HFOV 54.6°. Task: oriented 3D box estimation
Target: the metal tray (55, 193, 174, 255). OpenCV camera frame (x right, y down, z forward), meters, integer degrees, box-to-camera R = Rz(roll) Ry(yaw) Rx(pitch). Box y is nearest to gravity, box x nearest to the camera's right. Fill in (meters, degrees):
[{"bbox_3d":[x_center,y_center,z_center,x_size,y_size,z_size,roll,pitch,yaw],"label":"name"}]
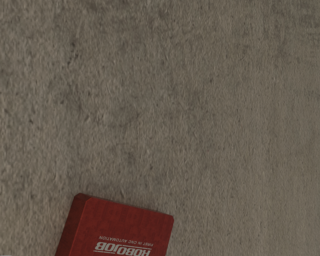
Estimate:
[{"bbox_3d":[-0.048,0.134,0.360,0.131,0.030,0.090,25,74,-37],"label":"metal tray"}]
